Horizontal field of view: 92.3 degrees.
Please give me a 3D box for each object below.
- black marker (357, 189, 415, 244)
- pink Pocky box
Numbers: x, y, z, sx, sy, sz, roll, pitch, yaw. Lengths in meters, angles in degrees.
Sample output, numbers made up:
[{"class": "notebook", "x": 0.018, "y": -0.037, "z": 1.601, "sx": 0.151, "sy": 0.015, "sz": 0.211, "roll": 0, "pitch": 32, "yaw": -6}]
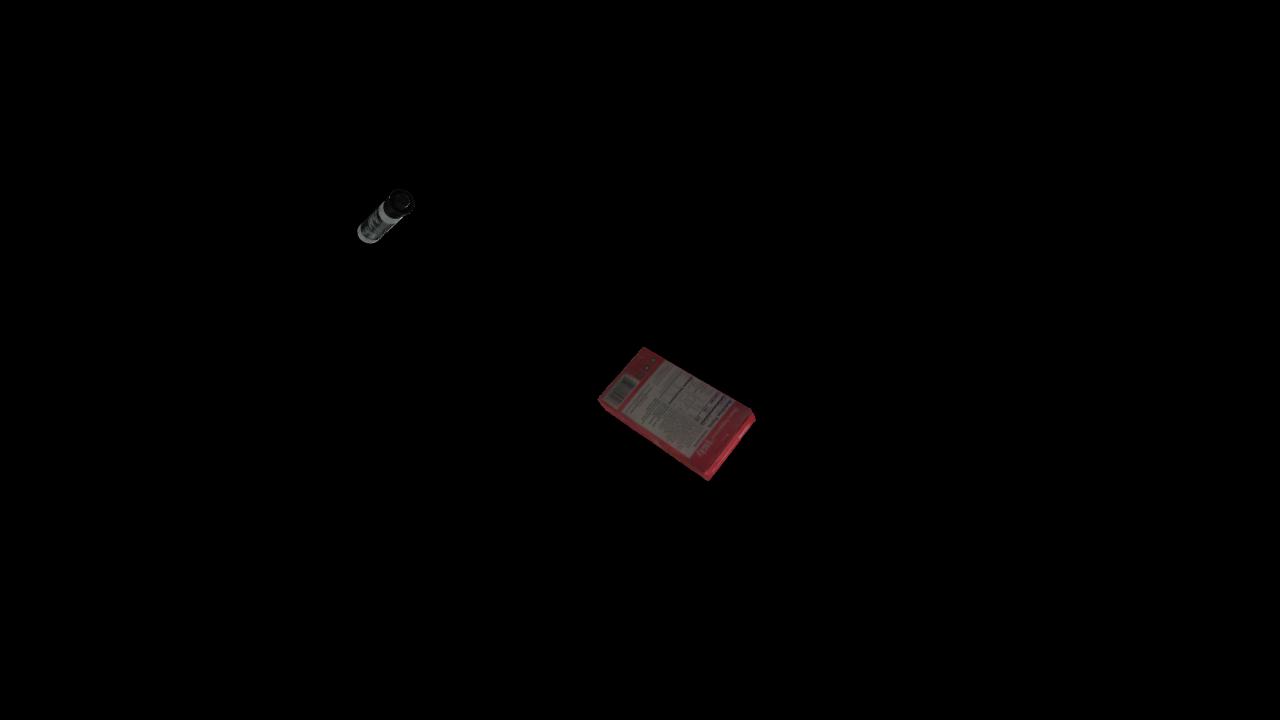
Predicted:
[{"class": "black marker", "x": -0.202, "y": -0.112, "z": 0.486, "sx": 0.020, "sy": 0.020, "sz": 0.121, "roll": 0, "pitch": -2, "yaw": -34}, {"class": "pink Pocky box", "x": 0.037, "y": 0.054, "z": 0.660, "sx": 0.155, "sy": 0.084, "sz": 0.029, "roll": 31, "pitch": -18, "yaw": 32}]
